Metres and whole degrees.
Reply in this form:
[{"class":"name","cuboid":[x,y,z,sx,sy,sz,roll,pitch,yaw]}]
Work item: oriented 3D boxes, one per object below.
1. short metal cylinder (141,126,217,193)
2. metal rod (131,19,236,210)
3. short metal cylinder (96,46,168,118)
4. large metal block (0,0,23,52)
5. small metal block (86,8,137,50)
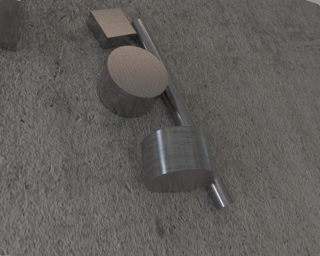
[{"class":"short metal cylinder","cuboid":[0.021,0.038,0.356,0.081,0.080,0.050,6,59,-25]},{"class":"metal rod","cuboid":[0.024,-0.032,0.435,0.025,0.025,0.299,-12,68,-33]},{"class":"short metal cylinder","cuboid":[-0.037,-0.060,0.404,0.081,0.050,0.080,14,56,-21]},{"class":"large metal block","cuboid":[-0.188,-0.150,0.359,0.050,0.080,0.080,7,59,-25]},{"class":"small metal block","cuboid":[-0.071,-0.146,0.455,0.050,0.025,0.050,-23,74,-36]}]
